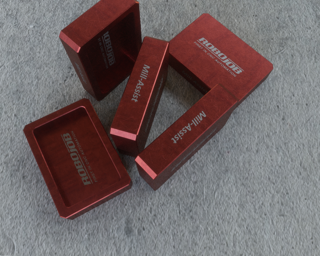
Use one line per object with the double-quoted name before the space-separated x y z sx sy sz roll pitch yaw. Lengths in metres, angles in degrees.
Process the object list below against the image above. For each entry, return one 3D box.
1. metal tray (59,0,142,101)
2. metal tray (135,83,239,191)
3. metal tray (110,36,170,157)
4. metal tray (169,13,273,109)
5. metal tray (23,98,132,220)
"metal tray" -0.065 -0.097 0.388 0.030 0.130 0.090 42 75 13
"metal tray" 0.031 0.014 0.370 0.130 0.090 0.030 -42 76 -14
"metal tray" -0.021 -0.035 0.387 0.030 0.090 0.130 16 71 5
"metal tray" 0.081 -0.094 0.442 0.090 0.030 0.130 -43 76 -14
"metal tray" -0.103 0.037 0.392 0.090 0.030 0.130 -27 73 -10
